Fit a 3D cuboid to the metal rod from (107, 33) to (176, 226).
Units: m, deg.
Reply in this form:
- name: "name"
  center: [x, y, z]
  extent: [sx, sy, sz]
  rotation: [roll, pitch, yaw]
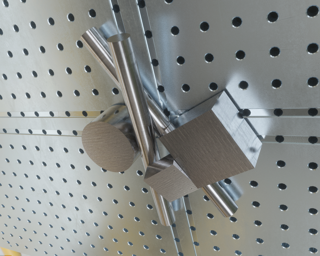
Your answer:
- name: "metal rod"
  center: [-0.015, 0.026, 0.405]
  extent: [0.025, 0.025, 0.298]
  rotation: [6, 129, 25]

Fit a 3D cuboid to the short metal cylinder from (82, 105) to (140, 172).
- name: "short metal cylinder"
  center: [-0.060, 0.014, 0.431]
  extent: [0.080, 0.050, 0.079]
  rotation: [13, 124, 20]

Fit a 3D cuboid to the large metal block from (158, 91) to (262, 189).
- name: "large metal block"
  center: [0.060, 0.016, 0.368]
  extent: [0.080, 0.050, 0.080]
  rotation: [-30, 102, 38]

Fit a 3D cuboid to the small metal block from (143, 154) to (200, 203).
- name: "small metal block"
  center: [0.016, 0.063, 0.396]
  extent: [0.050, 0.025, 0.050]
  rotation: [-33, 115, 30]

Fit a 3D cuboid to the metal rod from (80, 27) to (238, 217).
- name: "metal rod"
  center: [0.004, -0.001, 0.403]
  extent: [0.025, 0.025, 0.300]
  rotation: [-32, 102, 38]
